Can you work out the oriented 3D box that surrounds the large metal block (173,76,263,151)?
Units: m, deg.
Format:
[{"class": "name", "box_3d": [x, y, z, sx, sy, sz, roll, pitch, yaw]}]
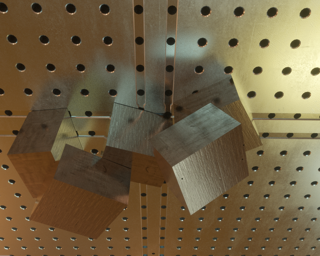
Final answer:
[{"class": "large metal block", "box_3d": [0.072, -0.006, 0.391, 0.080, 0.050, 0.080, -24, 127, 18]}]

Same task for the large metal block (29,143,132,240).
[{"class": "large metal block", "box_3d": [-0.089, 0.074, 0.351, 0.080, 0.050, 0.080, 25, 125, -20]}]

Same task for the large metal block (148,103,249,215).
[{"class": "large metal block", "box_3d": [0.044, 0.033, 0.334, 0.080, 0.050, 0.080, -31, 130, -13]}]

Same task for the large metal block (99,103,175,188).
[{"class": "large metal block", "box_3d": [-0.029, 0.021, 0.392, 0.081, 0.080, 0.050, 15, 129, -13]}]

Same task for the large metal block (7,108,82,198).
[{"class": "large metal block", "box_3d": [-0.142, 0.032, 0.400, 0.050, 0.080, 0.080, -5, 130, 4]}]
